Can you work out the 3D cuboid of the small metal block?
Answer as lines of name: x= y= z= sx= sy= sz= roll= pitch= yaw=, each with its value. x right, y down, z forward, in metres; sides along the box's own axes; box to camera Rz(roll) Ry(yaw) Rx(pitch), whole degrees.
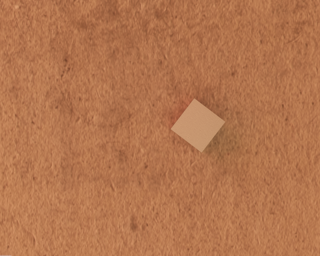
small metal block: x=0.049 y=-0.003 z=0.410 sx=0.050 sy=0.025 sz=0.050 roll=37 pitch=90 yaw=0
